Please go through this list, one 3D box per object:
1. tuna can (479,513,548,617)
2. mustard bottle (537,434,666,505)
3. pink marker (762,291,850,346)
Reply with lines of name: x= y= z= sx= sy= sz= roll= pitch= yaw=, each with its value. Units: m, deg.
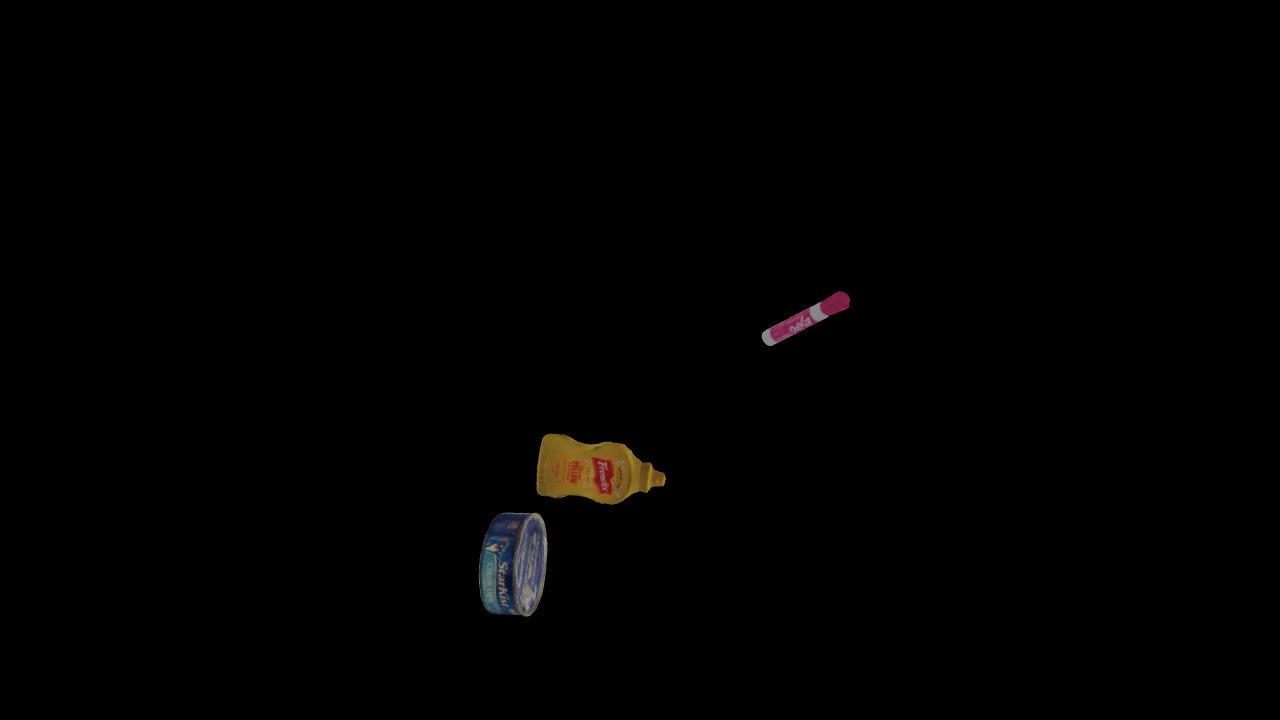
tuna can: x=-0.107 y=0.173 z=0.525 sx=0.034 sy=0.084 sz=0.084 roll=0 pitch=0 yaw=8
mustard bottle: x=-0.054 y=0.161 z=0.890 sx=0.184 sy=0.092 sz=0.054 roll=7 pitch=-1 yaw=5
pink marker: x=0.168 y=-0.041 z=0.627 sx=0.020 sy=0.020 sz=0.121 roll=0 pitch=-17 yaw=-27
